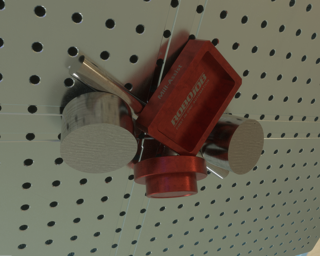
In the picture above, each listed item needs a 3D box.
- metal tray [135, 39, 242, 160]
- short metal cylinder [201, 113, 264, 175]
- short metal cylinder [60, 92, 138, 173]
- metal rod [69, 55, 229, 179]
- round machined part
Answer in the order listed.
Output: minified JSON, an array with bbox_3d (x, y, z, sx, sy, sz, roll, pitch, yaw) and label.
[{"bbox_3d":[0.040,-0.033,0.390,0.090,0.030,0.130,37,84,-39],"label":"metal tray"},{"bbox_3d":[0.106,0.022,0.451,0.081,0.050,0.079,-11,108,-37],"label":"short metal cylinder"},{"bbox_3d":[-0.068,0.006,0.346,0.081,0.050,0.080,-8,136,-7],"label":"short metal cylinder"},{"bbox_3d":[0.008,0.003,0.417,0.025,0.025,0.301,-49,129,6],"label":"metal rod"},{"bbox_3d":[0.015,0.069,0.416,0.099,0.042,0.098,-4,161,-1],"label":"round machined part"}]
